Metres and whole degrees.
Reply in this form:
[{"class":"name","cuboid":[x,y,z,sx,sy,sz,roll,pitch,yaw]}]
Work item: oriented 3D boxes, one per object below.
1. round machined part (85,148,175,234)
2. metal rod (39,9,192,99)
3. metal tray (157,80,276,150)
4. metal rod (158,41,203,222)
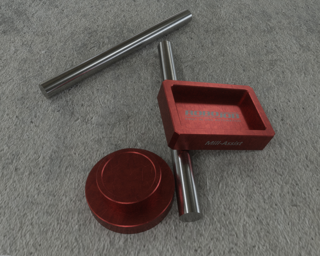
[{"class":"round machined part","cuboid":[-0.033,0.061,0.340,0.099,0.042,0.098,0,50,0]},{"class":"metal rod","cuboid":[-0.058,-0.131,0.512,0.302,0.025,0.025,-36,59,-27]},{"class":"metal tray","cuboid":[0.069,-0.017,0.394,0.131,0.030,0.090,2,50,-17]},{"class":"metal rod","cuboid":[0.020,-0.021,0.420,0.025,0.025,0.300,-3,50,-3]}]
